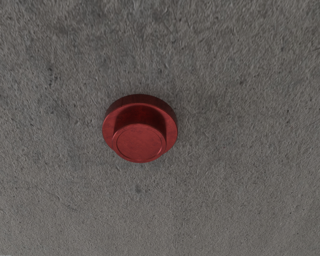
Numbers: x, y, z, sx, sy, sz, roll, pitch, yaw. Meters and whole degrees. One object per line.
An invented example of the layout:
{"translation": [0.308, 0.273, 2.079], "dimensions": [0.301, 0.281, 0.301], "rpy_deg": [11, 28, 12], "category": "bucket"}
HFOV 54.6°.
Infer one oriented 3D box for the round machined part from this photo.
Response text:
{"translation": [-0.026, 0.008, 0.402], "dimensions": [0.099, 0.042, 0.097], "rpy_deg": [0, 130, 0], "category": "round machined part"}
